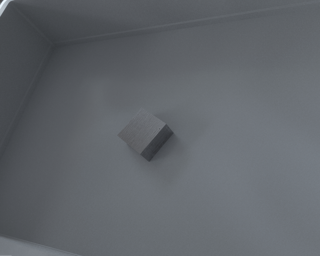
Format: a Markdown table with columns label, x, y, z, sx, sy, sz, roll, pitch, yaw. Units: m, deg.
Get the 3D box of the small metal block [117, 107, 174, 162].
| label | x | y | z | sx | sy | sz | roll | pitch | yaw |
| --- | --- | --- | --- | --- | --- | --- | --- | --- | --- |
| small metal block | -0.019 | 0.008 | 0.410 | 0.050 | 0.025 | 0.050 | 35 | 81 | 38 |
